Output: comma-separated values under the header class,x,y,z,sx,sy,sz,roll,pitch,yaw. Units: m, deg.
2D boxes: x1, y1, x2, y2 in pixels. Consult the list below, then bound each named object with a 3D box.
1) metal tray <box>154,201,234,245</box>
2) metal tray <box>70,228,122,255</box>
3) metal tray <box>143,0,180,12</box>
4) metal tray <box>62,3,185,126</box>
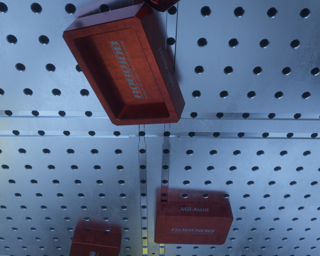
class,x,y,z,sx,sy,sz,roll,pitch,yaw
metal tray,0.057,0.173,0.557,0.131,0.030,0.089,2,130,-3
metal tray,-0.134,0.254,0.623,0.091,0.030,0.129,12,129,-11
metal tray,-0.026,-0.153,0.241,0.131,0.090,0.030,29,79,-23
metal tray,-0.034,-0.060,0.339,0.090,0.030,0.130,-3,133,25
